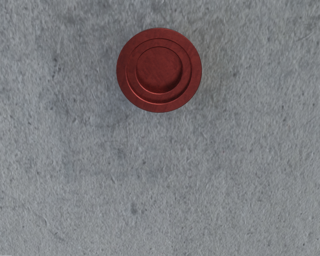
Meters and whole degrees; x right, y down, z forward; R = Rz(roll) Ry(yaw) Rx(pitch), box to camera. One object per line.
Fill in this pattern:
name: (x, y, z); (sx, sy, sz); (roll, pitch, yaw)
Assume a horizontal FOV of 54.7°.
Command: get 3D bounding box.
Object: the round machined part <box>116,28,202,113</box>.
round machined part: (-0.001, -0.071, 0.375); (0.099, 0.042, 0.097); (0, 110, -1)
